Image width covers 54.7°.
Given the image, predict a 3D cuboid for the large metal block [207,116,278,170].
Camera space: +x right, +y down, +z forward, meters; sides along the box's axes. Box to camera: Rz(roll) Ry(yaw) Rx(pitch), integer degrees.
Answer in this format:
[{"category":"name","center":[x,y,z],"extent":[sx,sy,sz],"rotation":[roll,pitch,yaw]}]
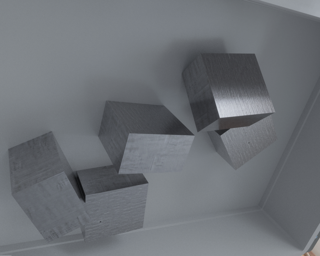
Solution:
[{"category":"large metal block","center":[0.118,0.002,0.458],"extent":[0.080,0.050,0.080],"rotation":[-35,129,-5]}]

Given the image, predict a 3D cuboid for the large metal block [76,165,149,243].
[{"category":"large metal block","center":[-0.066,0.097,0.417],"extent":[0.081,0.050,0.079],"rotation":[-7,122,-25]}]

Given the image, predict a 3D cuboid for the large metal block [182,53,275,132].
[{"category":"large metal block","center":[0.082,-0.044,0.382],"extent":[0.081,0.080,0.050],"rotation":[-6,163,-25]}]

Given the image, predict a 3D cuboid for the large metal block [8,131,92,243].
[{"category":"large metal block","center":[-0.123,0.064,0.345],"extent":[0.050,0.080,0.080],"rotation":[-24,127,-13]}]

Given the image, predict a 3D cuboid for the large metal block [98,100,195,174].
[{"category":"large metal block","center":[-0.019,0.010,0.368],"extent":[0.081,0.080,0.050],"rotation":[3,117,-30]}]
